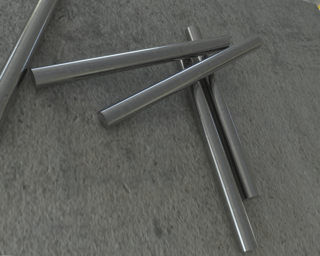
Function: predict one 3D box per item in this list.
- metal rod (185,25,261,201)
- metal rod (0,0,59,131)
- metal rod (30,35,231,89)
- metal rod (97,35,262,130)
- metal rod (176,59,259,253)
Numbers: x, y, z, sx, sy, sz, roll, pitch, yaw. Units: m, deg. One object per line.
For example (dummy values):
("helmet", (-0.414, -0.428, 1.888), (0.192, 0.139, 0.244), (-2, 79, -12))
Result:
("metal rod", (0.090, -0.038, 0.477), (0.025, 0.025, 0.299), (0, 62, -29))
("metal rod", (-0.161, -0.113, 0.386), (0.025, 0.025, 0.300), (19, 54, -18))
("metal rod", (-0.021, -0.098, 0.432), (0.302, 0.025, 0.025), (-18, 71, -28))
("metal rod", (0.045, -0.076, 0.446), (0.302, 0.025, 0.025), (-30, 79, -29))
("metal rod", (0.072, 0.016, 0.434), (0.025, 0.025, 0.299), (-1, 62, -29))
